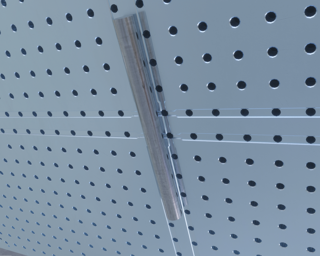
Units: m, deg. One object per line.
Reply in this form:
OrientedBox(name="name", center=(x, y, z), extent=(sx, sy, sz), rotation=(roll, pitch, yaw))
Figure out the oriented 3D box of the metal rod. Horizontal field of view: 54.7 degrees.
OrientedBox(name="metal rod", center=(-0.010, 0.004, 0.417), extent=(0.025, 0.025, 0.298), rotation=(0, 119, 28))
